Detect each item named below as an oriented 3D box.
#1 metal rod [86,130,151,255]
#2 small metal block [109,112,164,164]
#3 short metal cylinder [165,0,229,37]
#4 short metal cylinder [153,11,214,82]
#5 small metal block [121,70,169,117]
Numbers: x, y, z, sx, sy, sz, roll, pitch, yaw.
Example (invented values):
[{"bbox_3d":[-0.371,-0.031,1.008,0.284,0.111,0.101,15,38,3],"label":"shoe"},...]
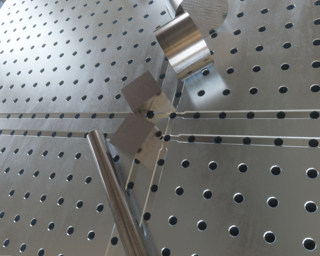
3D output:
[{"bbox_3d":[-0.037,0.114,0.357,0.025,0.025,0.300,-34,51,6],"label":"metal rod"},{"bbox_3d":[-0.032,0.013,0.417,0.050,0.025,0.050,25,75,36],"label":"small metal block"},{"bbox_3d":[0.053,-0.179,0.455,0.080,0.080,0.050,-27,53,11],"label":"short metal cylinder"},{"bbox_3d":[0.033,-0.110,0.424,0.050,0.080,0.080,-29,52,10],"label":"short metal cylinder"},{"bbox_3d":[-0.022,-0.048,0.450,0.050,0.025,0.050,-34,51,5],"label":"small metal block"}]
